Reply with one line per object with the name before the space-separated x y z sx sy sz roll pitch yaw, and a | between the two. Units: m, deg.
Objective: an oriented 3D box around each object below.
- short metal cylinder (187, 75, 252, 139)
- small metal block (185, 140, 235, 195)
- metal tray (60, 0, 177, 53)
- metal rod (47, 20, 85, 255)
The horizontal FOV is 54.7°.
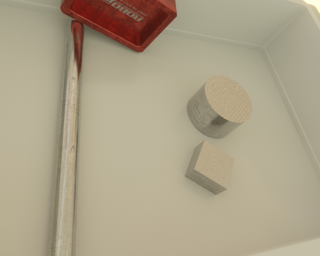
short metal cylinder | 0.087 -0.031 0.458 0.081 0.050 0.080 14 56 -21
small metal block | 0.067 0.052 0.412 0.050 0.025 0.050 32 51 -8
metal tray | -0.054 -0.165 0.418 0.131 0.090 0.030 21 50 -33
metal rod | -0.104 -0.009 0.355 0.025 0.025 0.299 9 58 -24
